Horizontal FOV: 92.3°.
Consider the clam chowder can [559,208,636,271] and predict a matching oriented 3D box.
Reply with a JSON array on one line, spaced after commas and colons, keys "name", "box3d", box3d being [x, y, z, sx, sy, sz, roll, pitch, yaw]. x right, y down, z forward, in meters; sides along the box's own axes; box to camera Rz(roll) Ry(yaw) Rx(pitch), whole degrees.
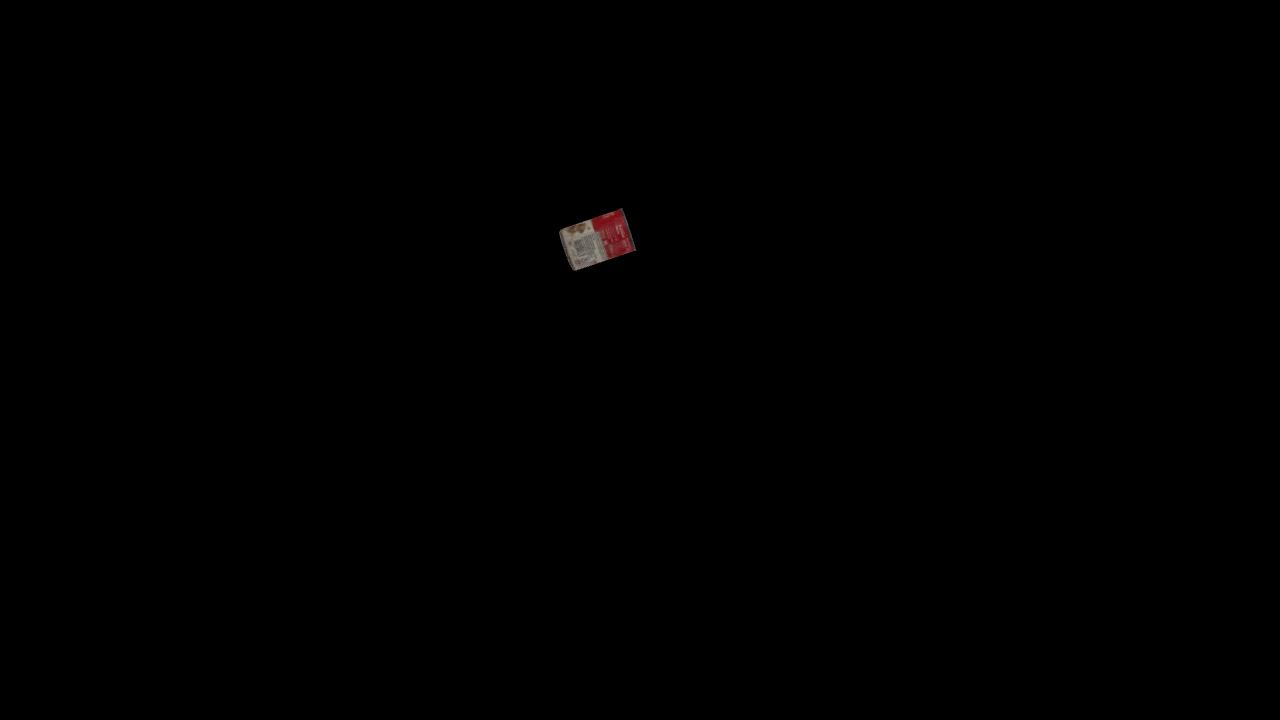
[{"name": "clam chowder can", "box3d": [-0.064, -0.182, 0.936, 0.102, 0.068, 0.068, -19, -1, 2]}]
